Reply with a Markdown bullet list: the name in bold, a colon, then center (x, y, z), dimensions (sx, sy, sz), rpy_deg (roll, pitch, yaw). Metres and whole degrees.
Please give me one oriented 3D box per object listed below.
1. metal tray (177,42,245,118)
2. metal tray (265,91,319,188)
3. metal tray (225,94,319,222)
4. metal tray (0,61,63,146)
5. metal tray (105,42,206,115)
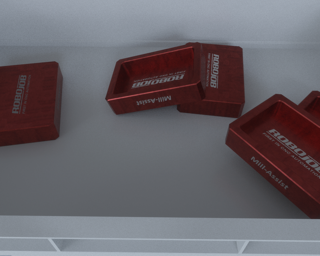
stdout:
- **metal tray**: center (0.077, -0.076, 0.466), dimensions (0.090, 0.030, 0.130), rpy_deg (6, 50, 5)
- **metal tray**: center (0.199, 0.014, 0.390), dimensions (0.131, 0.030, 0.090), rpy_deg (-37, 59, -27)
- **metal tray**: center (0.150, 0.025, 0.341), dimensions (0.091, 0.030, 0.130), rpy_deg (-31, 57, -23)
- **metal tray**: center (-0.188, -0.038, 0.432), dimensions (0.091, 0.030, 0.130), rpy_deg (-7, 50, -6)
- **metal tray**: center (-0.004, -0.069, 0.432), dimensions (0.130, 0.030, 0.090), rpy_deg (-8, 47, 17)
